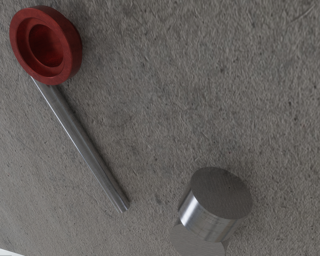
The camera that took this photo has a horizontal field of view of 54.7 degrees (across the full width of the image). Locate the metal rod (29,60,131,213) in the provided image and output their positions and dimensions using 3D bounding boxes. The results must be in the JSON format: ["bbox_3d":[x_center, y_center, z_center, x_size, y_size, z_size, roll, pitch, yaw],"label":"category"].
[{"bbox_3d":[-0.129,0.009,0.480,0.025,0.025,0.299,-17,110,34],"label":"metal rod"}]

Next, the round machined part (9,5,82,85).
[{"bbox_3d":[-0.142,-0.109,0.403,0.098,0.042,0.097,13,124,21],"label":"round machined part"}]

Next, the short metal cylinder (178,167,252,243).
[{"bbox_3d":[0.069,0.096,0.394,0.080,0.080,0.050,28,128,10],"label":"short metal cylinder"}]

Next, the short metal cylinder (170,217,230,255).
[{"bbox_3d":[0.061,0.152,0.452,0.080,0.050,0.079,13,124,21],"label":"short metal cylinder"}]
